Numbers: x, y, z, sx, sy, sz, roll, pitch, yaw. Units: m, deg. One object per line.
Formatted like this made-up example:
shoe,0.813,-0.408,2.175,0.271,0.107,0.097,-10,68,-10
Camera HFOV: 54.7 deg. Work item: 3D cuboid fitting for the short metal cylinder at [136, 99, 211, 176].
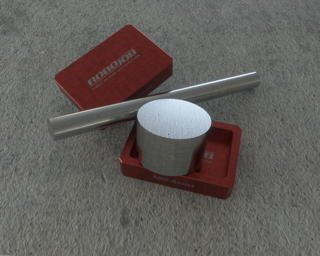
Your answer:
short metal cylinder,0.014,0.008,0.350,0.081,0.050,0.080,4,34,-3

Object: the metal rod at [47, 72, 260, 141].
metal rod,0.014,-0.035,0.395,0.303,0.025,0.025,-16,51,-28

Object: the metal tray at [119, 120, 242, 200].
metal tray,0.027,0.027,0.377,0.131,0.030,0.090,12,51,9

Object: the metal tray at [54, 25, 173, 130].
metal tray,-0.058,-0.070,0.409,0.130,0.030,0.090,-41,70,-16

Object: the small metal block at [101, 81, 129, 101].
small metal block,-0.066,-0.046,0.425,0.050,0.050,0.025,7,50,5
